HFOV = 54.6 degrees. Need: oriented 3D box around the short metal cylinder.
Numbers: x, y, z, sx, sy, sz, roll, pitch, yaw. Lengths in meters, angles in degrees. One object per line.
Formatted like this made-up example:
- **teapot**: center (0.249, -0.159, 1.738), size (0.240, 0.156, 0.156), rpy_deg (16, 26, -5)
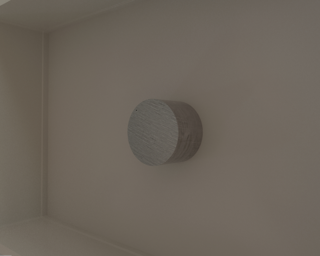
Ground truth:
- **short metal cylinder**: center (0.006, 0.005, 0.387), size (0.080, 0.050, 0.080), rpy_deg (0, 90, 40)
